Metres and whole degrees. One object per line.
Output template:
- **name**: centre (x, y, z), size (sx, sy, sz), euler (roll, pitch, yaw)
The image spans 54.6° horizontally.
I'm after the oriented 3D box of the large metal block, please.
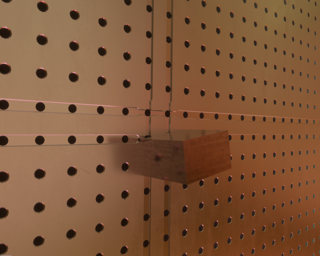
- **large metal block**: centre (0.033, 0.033, 0.400), size (0.081, 0.080, 0.050), euler (-11, 97, -39)
